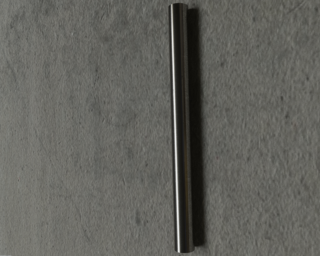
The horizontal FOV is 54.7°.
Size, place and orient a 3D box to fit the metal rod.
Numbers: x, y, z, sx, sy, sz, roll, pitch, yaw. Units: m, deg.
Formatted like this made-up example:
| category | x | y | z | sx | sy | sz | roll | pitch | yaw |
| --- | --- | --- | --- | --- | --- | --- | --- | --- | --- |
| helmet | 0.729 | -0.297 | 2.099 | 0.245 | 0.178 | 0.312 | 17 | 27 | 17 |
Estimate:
| category | x | y | z | sx | sy | sz | roll | pitch | yaw |
| --- | --- | --- | --- | --- | --- | --- | --- | --- | --- |
| metal rod | 0.026 | -0.001 | 0.381 | 0.025 | 0.025 | 0.298 | -2 | 88 | 39 |
